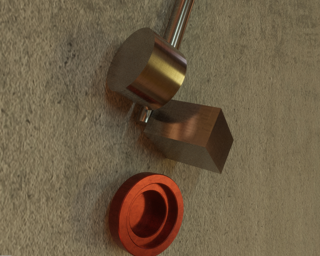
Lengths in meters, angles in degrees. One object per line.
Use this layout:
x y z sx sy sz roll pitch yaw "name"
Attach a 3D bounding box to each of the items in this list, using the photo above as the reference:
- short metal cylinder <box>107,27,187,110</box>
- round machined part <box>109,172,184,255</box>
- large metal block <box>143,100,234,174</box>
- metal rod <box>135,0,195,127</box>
-0.016 -0.067 0.357 0.050 0.080 0.080 29 72 -37 "short metal cylinder"
-0.021 0.103 0.379 0.099 0.042 0.097 0 90 -40 "round machined part"
0.039 0.010 0.388 0.050 0.080 0.080 -65 148 -19 "large metal block"
0.025 -0.143 0.426 0.025 0.025 0.299 29 72 -37 "metal rod"
